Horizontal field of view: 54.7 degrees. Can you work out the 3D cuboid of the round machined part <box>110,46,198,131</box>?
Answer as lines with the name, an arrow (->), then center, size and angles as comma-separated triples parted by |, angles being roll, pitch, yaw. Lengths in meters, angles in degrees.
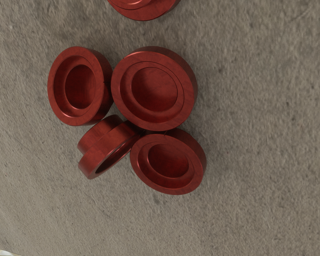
round machined part -> -0.004, -0.048, 0.362 | 0.098, 0.042, 0.097 | 9, 123, 15

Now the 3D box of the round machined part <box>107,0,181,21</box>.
round machined part -> -0.023, -0.157, 0.310 | 0.098, 0.042, 0.097 | 13, 124, 20

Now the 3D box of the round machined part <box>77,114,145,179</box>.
round machined part -> -0.068, 0.020, 0.408 | 0.042, 0.099, 0.097 | 48, 129, 8

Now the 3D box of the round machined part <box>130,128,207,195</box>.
round machined part -> 0.014, 0.038, 0.408 | 0.098, 0.042, 0.097 | 11, 126, 17

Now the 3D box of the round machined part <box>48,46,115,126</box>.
round machined part -> -0.094, -0.052, 0.396 | 0.098, 0.042, 0.097 | 2, 93, 32
